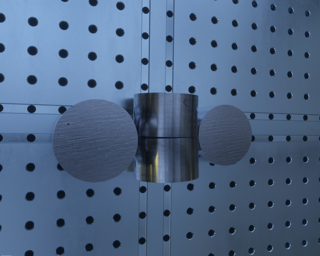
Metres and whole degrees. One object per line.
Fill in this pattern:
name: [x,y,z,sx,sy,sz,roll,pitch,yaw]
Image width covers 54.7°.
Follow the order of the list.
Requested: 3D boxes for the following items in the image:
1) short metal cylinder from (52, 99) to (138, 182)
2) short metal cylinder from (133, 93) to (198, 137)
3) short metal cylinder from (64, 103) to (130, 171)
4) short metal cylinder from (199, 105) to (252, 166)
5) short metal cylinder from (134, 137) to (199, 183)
short metal cylinder: [-0.068,0.012,0.319,0.081,0.050,0.079,0,90,-20]
short metal cylinder: [0.007,-0.015,0.386,0.081,0.080,0.050,1,91,-20]
short metal cylinder: [-0.074,0.008,0.372,0.081,0.050,0.079,0,90,-20]
short metal cylinder: [0.078,0.009,0.427,0.081,0.050,0.079,0,90,-20]
short metal cylinder: [0.008,0.036,0.386,0.081,0.080,0.050,-1,91,-20]
